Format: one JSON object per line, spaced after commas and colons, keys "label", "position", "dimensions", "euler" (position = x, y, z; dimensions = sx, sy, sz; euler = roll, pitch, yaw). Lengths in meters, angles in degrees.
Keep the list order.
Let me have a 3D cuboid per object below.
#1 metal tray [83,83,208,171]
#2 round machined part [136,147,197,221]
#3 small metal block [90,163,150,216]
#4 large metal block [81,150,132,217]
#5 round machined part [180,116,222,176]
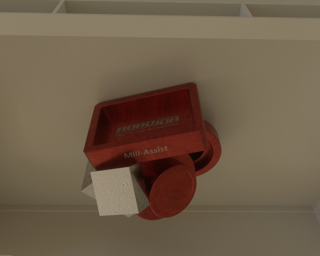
{"label": "metal tray", "position": [-0.016, -0.004, 0.360], "dimensions": [0.131, 0.090, 0.030], "euler": [-11, 130, 9]}
{"label": "round machined part", "position": [0.006, 0.070, 0.379], "dimensions": [0.099, 0.042, 0.097], "euler": [-12, 112, -31]}
{"label": "small metal block", "position": [-0.044, 0.067, 0.343], "dimensions": [0.050, 0.025, 0.050], "euler": [-11, 92, 25]}
{"label": "large metal block", "position": [-0.053, 0.061, 0.423], "dimensions": [0.050, 0.080, 0.080], "euler": [-36, 122, 26]}
{"label": "round machined part", "position": [0.030, 0.021, 0.416], "dimensions": [0.099, 0.042, 0.097], "euler": [-1, 130, 0]}
